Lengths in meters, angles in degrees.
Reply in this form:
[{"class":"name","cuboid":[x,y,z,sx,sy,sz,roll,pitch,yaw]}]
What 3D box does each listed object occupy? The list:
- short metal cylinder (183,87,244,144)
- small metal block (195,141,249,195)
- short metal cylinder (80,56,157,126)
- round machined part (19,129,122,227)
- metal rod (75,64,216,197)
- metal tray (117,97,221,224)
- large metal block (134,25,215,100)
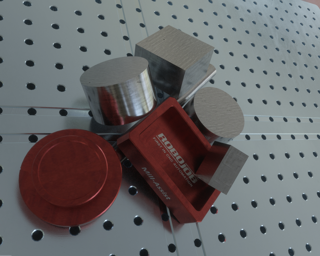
[{"class":"short metal cylinder","cuboid":[0.070,-0.011,0.435,0.081,0.050,0.080,14,56,-21]},{"class":"small metal block","cuboid":[0.071,0.045,0.365,0.025,0.050,0.050,32,87,-11]},{"class":"short metal cylinder","cuboid":[-0.048,-0.046,0.368,0.080,0.050,0.080,-9,33,6]},{"class":"round machined part","cuboid":[-0.087,0.046,0.306,0.099,0.042,0.098,4,68,-10]},{"class":"metal rod","cuboid":[-0.004,-0.013,0.416,0.025,0.025,0.302,44,52,2]},{"class":"metal tray","cuboid":[0.021,0.038,0.375,0.130,0.030,0.090,52,51,-7]},{"class":"large metal block","cuboid":[0.019,-0.097,0.446,0.080,0.050,0.080,32,49,18]}]
